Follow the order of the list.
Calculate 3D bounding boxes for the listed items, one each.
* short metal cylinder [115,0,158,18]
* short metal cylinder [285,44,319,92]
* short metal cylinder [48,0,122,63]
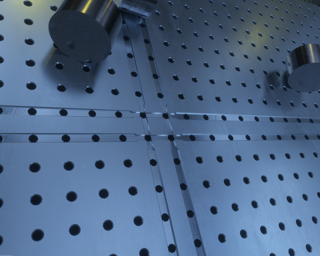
[{"bbox_3d":[-0.035,-0.221,0.489,0.050,0.080,0.080,10,57,-23],"label":"short metal cylinder"},{"bbox_3d":[0.287,-0.114,0.597,0.080,0.080,0.050,20,54,-17],"label":"short metal cylinder"},{"bbox_3d":[-0.095,-0.131,0.402,0.080,0.080,0.050,24,53,-14],"label":"short metal cylinder"}]
